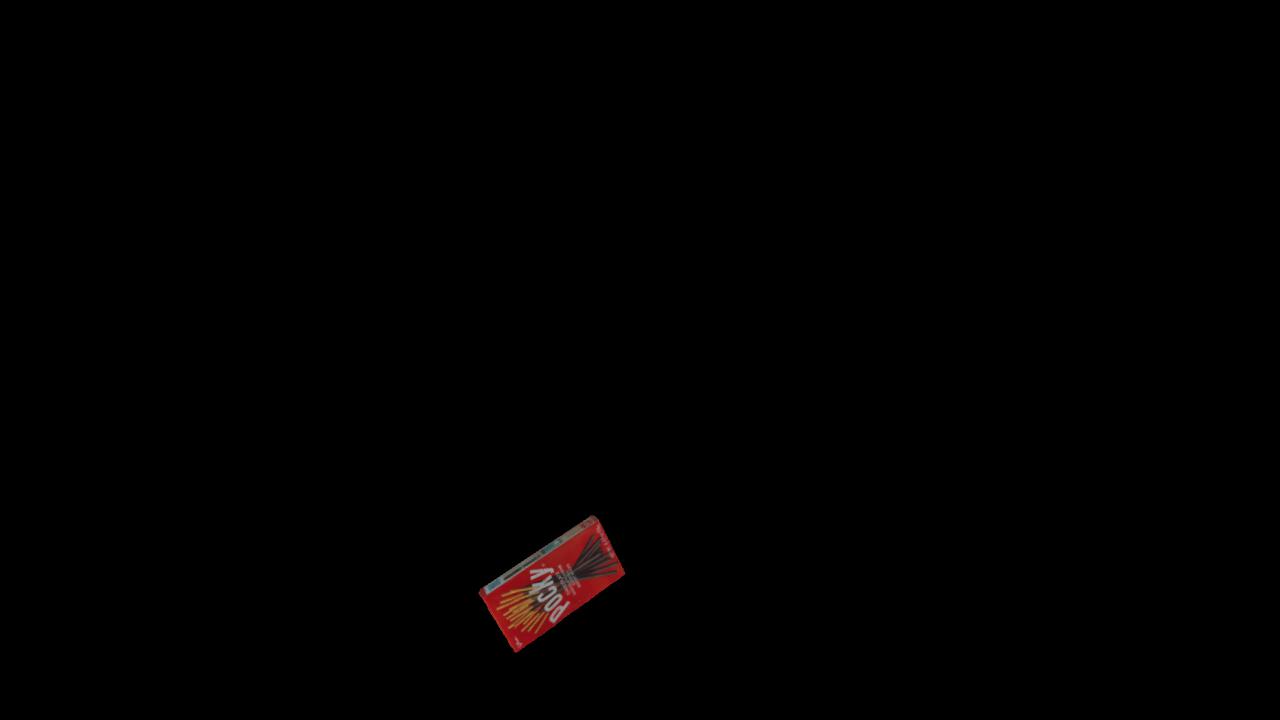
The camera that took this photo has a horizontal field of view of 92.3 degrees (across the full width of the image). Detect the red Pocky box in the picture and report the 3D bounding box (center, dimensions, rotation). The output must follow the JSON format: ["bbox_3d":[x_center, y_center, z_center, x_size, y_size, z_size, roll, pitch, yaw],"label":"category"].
[{"bbox_3d":[-0.098,0.258,0.714,0.155,0.083,0.028,-31,18,-20],"label":"red Pocky box"}]
